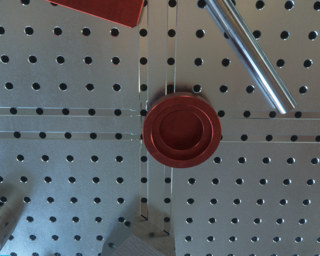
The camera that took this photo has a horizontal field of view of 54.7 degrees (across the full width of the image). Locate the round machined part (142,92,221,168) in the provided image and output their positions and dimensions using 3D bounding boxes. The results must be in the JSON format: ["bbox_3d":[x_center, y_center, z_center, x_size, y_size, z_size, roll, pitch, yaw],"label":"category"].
[{"bbox_3d":[0.027,0.000,0.404,0.099,0.042,0.097,0,110,0],"label":"round machined part"}]

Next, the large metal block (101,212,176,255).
[{"bbox_3d":[-0.033,0.189,0.469,0.080,0.050,0.080,38,106,-13],"label":"large metal block"}]

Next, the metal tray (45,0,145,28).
[{"bbox_3d":[-0.076,-0.175,0.345,0.131,0.030,0.089,16,109,-6],"label":"metal tray"}]

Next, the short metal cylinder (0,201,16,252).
[{"bbox_3d":[-0.262,0.150,0.453,0.081,0.050,0.079,0,110,0],"label":"short metal cylinder"}]

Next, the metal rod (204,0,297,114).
[{"bbox_3d":[0.075,-0.138,0.362,0.025,0.025,0.300,-36,107,12],"label":"metal rod"}]
